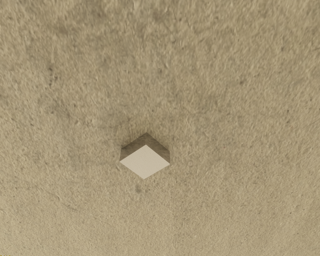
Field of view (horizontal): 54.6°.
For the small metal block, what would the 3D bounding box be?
[{"bbox_3d":[-0.021,0.041,0.441,0.050,0.025,0.050,-34,123,25],"label":"small metal block"}]
